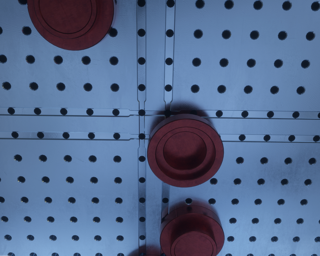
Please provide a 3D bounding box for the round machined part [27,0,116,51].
[{"bbox_3d":[-0.102,-0.138,0.352,0.099,0.042,0.097,0,110,-1],"label":"round machined part"}]

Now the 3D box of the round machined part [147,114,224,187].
[{"bbox_3d":[0.033,0.027,0.415,0.099,0.042,0.097,0,110,-1],"label":"round machined part"}]

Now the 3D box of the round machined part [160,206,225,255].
[{"bbox_3d":[0.049,0.171,0.468,0.099,0.042,0.097,0,110,-1],"label":"round machined part"}]
